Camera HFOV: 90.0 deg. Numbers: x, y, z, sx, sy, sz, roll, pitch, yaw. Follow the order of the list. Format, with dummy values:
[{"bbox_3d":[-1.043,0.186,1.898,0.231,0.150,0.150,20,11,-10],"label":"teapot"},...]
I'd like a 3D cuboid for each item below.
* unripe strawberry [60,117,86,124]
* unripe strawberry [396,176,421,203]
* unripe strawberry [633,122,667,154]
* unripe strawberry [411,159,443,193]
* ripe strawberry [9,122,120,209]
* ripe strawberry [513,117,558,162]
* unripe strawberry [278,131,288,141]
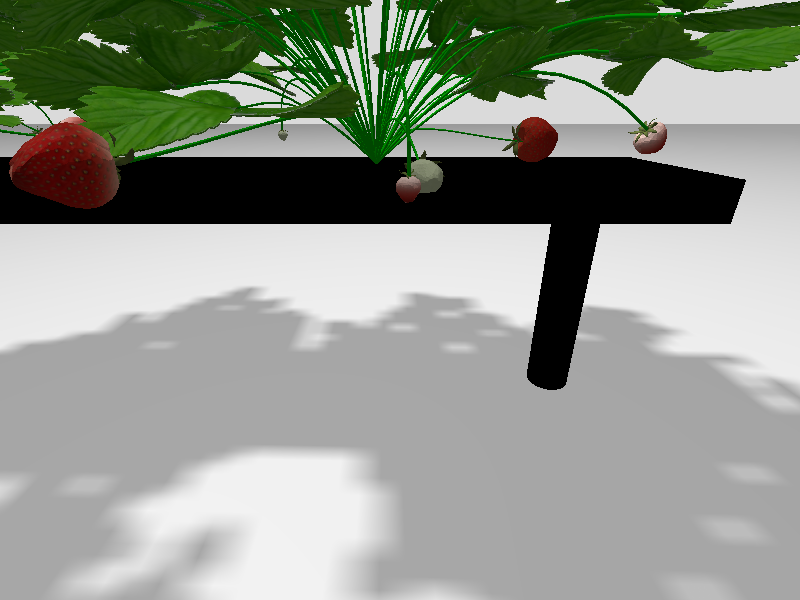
[{"bbox_3d":[-0.272,-0.141,0.350,0.040,0.034,0.039,-3,25,-7],"label":"unripe strawberry"},{"bbox_3d":[0.004,-0.051,0.184,0.012,0.012,0.010,-4,25,-7],"label":"unripe strawberry"},{"bbox_3d":[0.244,-0.155,0.388,0.028,0.029,0.026,34,11,-26],"label":"unripe strawberry"},{"bbox_3d":[0.013,-0.062,0.202,0.019,0.016,0.019,-6,34,-12],"label":"unripe strawberry"},{"bbox_3d":[-0.145,-0.057,0.173,0.034,0.036,0.037,17,31,32],"label":"ripe strawberry"},{"bbox_3d":[0.121,-0.141,0.353,0.038,0.037,0.035,-5,25,-11],"label":"ripe strawberry"},{"bbox_3d":[-0.140,-0.196,0.477,0.011,0.011,0.010,-17,30,-32],"label":"unripe strawberry"}]
